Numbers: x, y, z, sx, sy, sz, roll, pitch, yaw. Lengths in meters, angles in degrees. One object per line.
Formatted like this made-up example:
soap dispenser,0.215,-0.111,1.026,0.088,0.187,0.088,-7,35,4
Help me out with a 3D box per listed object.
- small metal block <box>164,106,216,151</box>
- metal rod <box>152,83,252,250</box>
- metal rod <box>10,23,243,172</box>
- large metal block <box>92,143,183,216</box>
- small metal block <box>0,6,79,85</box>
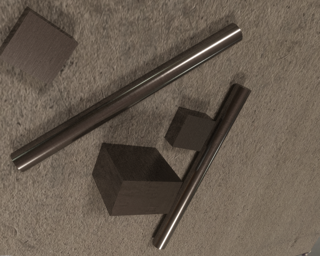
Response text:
small metal block,0.042,0.002,0.433,0.050,0.025,0.050,12,112,-34
metal rod,0.058,0.070,0.484,0.025,0.025,0.298,12,112,-34
metal rod,-0.032,-0.040,0.365,0.301,0.025,0.025,-32,129,-8
large metal block,-0.031,0.064,0.395,0.081,0.080,0.050,8,114,-32
small metal block,-0.116,-0.078,0.296,0.050,0.025,0.050,31,101,-38
